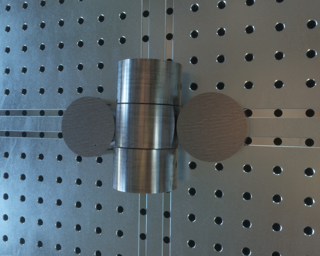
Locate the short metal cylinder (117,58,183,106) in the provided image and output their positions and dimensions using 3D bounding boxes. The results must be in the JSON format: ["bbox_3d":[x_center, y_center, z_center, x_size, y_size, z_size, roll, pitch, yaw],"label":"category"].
[{"bbox_3d":[-0.013,-0.054,0.386,0.080,0.080,0.050,3,91,19],"label":"short metal cylinder"}]

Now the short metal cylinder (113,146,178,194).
[{"bbox_3d":[-0.018,0.048,0.388,0.080,0.080,0.050,1,91,19],"label":"short metal cylinder"}]

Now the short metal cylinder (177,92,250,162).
[{"bbox_3d":[0.066,-0.001,0.375,0.080,0.050,0.079,0,90,19],"label":"short metal cylinder"}]

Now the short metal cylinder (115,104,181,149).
[{"bbox_3d":[-0.015,-0.002,0.387,0.080,0.080,0.050,2,91,19],"label":"short metal cylinder"}]

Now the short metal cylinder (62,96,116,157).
[{"bbox_3d":[-0.086,-0.002,0.428,0.080,0.050,0.079,0,90,19],"label":"short metal cylinder"}]
